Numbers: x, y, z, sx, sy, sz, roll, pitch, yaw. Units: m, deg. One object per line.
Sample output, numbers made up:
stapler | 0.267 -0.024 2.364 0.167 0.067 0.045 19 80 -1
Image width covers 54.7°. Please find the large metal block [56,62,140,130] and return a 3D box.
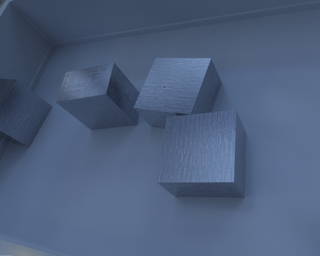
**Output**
large metal block | -0.082 -0.041 0.437 0.080 0.080 0.050 -6 59 25

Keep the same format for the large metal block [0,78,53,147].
large metal block | -0.240 -0.024 0.508 0.050 0.080 0.080 8 66 31

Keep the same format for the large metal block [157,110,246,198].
large metal block | 0.049 0.031 0.344 0.080 0.050 0.080 -5 59 25

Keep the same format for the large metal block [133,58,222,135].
large metal block | 0.025 -0.043 0.402 0.080 0.050 0.080 8 66 31
